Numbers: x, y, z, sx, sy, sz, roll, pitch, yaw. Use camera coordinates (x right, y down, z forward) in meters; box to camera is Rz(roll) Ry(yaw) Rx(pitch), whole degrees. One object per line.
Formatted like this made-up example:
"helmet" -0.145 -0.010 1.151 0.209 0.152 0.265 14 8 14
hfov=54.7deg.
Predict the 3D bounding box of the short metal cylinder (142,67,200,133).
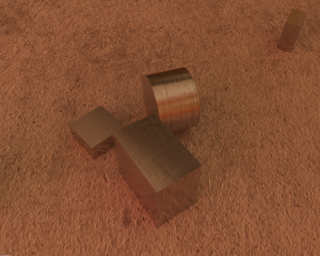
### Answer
"short metal cylinder" 0.012 -0.034 0.396 0.050 0.080 0.080 -14 52 -11

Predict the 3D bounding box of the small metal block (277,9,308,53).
"small metal block" 0.225 -0.166 0.528 0.025 0.050 0.050 23 54 18

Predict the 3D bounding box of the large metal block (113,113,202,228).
"large metal block" -0.004 0.045 0.329 0.050 0.080 0.080 -28 55 -21

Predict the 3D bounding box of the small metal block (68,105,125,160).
"small metal block" -0.080 0.005 0.399 0.050 0.025 0.050 -36 59 -26
